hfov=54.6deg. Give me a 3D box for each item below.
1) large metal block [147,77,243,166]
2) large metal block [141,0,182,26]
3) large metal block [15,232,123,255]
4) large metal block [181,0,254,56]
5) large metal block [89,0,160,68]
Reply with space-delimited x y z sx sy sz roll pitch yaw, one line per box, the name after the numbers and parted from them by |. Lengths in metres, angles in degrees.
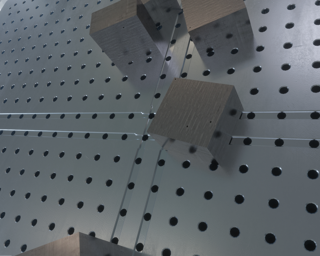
0.044 -0.010 0.376 0.080 0.050 0.080 14 69 34 | large metal block
-0.019 -0.220 0.539 0.080 0.050 0.080 -30 52 9 | large metal block
-0.093 0.155 0.328 0.080 0.080 0.050 -24 53 14 | large metal block
0.081 -0.164 0.451 0.080 0.050 0.080 -19 54 17 | large metal block
-0.054 -0.152 0.496 0.080 0.080 0.050 -16 56 19 | large metal block
